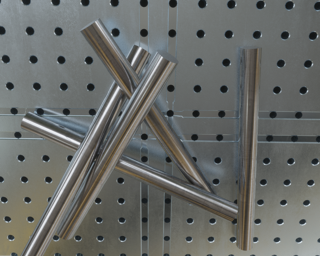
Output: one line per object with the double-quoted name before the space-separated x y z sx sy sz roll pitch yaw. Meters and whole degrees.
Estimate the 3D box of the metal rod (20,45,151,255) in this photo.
"metal rod" -0.093 0.036 0.384 0.025 0.025 0.299 28 92 -10

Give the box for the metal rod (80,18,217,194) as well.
"metal rod" 0.003 0.003 0.389 0.025 0.025 0.300 -29 117 10

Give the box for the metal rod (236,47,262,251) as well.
"metal rod" 0.121 0.042 0.429 0.025 0.025 0.298 -4 110 1

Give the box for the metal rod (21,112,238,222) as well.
"metal rod" -0.039 0.052 0.411 0.301 0.025 0.025 24 108 -1

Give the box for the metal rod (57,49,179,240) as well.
"metal rod" -0.064 0.039 0.381 0.025 0.025 0.298 28 117 -10
